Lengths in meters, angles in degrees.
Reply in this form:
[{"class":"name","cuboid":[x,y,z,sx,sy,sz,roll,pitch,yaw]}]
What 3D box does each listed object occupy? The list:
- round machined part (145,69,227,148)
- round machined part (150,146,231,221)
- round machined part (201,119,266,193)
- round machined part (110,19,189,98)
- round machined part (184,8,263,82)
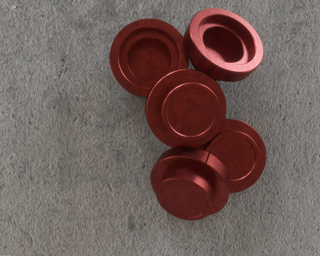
[{"class":"round machined part","cuboid":[0.033,-0.021,0.370,0.099,0.042,0.097,-2,101,-8]},{"class":"round machined part","cuboid":[0.034,0.074,0.378,0.098,0.042,0.097,11,125,16]},{"class":"round machined part","cuboid":[0.090,0.037,0.404,0.099,0.042,0.097,0,90,-1]},{"class":"round machined part","cuboid":[-0.013,-0.087,0.402,0.099,0.042,0.097,0,90,-1]},{"class":"round machined part","cuboid":[0.075,-0.099,0.390,0.099,0.042,0.098,8,63,-16]}]
